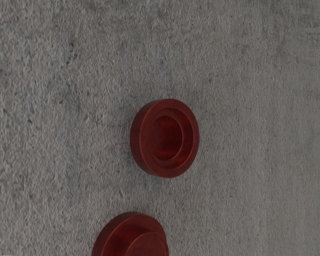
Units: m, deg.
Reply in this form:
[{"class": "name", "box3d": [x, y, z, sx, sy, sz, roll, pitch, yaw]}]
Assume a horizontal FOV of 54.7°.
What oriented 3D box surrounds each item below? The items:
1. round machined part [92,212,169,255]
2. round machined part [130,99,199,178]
[{"class": "round machined part", "box3d": [-0.028, 0.154, 0.370, 0.099, 0.042, 0.097, 0, 90, -40]}, {"class": "round machined part", "box3d": [0.002, 0.012, 0.395, 0.099, 0.042, 0.097, 0, 90, -40]}]
